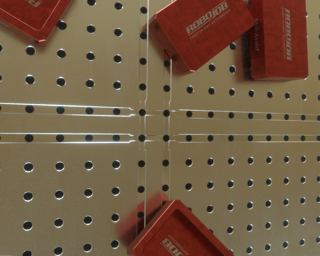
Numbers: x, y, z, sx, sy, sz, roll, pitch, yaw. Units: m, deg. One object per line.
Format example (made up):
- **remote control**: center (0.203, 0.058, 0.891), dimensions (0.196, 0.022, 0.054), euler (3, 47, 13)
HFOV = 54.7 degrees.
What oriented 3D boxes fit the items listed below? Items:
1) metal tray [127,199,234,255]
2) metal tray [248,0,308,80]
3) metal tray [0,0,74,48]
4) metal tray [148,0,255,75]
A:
- **metal tray**: center (0.034, 0.169, 0.397), dimensions (0.130, 0.030, 0.090), euler (46, 61, -1)
- **metal tray**: center (0.182, -0.139, 0.474), dimensions (0.091, 0.030, 0.129), euler (-3, 91, -27)
- **metal tray**: center (-0.169, -0.164, 0.347), dimensions (0.131, 0.030, 0.090), euler (30, 80, -18)
- **metal tray**: center (0.061, -0.147, 0.433), dimensions (0.131, 0.030, 0.090), euler (-39, 103, -16)
